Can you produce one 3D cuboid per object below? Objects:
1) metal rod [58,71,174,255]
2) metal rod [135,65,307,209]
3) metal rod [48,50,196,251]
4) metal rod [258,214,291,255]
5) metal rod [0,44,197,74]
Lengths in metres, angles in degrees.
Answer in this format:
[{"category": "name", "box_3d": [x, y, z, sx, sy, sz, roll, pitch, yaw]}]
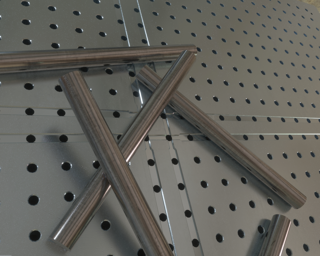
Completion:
[{"category": "metal rod", "box_3d": [-0.025, 0.079, 0.313, 0.025, 0.025, 0.299, -25, 86, -37]}, {"category": "metal rod", "box_3d": [0.089, 0.014, 0.449, 0.300, 0.025, 0.025, 39, 51, -2]}, {"category": "metal rod", "box_3d": [-0.026, 0.003, 0.373, 0.025, 0.025, 0.301, 36, 57, -5]}, {"category": "metal rod", "box_3d": [0.089, 0.214, 0.327, 0.025, 0.025, 0.301, 41, 51, 0]}, {"category": "metal rod", "box_3d": [-0.069, -0.100, 0.432, 0.303, 0.025, 0.025, -13, 68, -34]}]
